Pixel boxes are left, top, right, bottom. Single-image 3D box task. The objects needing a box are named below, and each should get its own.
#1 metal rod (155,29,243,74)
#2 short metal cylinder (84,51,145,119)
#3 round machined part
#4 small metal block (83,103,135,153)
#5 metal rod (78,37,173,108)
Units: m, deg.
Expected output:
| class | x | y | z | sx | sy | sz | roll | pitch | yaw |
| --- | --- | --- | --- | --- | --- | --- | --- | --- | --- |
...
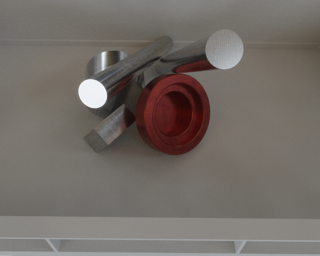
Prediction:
| class | x | y | z | sx | sy | sz | roll | pitch | yaw |
| --- | --- | --- | --- | --- | --- | --- | --- | --- | --- |
| metal rod | 0.023 | -0.074 | 0.344 | 0.025 | 0.025 | 0.300 | -7 | 10 | -6 |
| short metal cylinder | -0.060 | -0.056 | 0.416 | 0.081 | 0.080 | 0.050 | -5 | 50 | -4 |
| round machined part | 0.012 | -0.018 | 0.385 | 0.099 | 0.098 | 0.042 | -35 | 24 | -26 |
| small metal block | -0.062 | 0.001 | 0.384 | 0.025 | 0.050 | 0.050 | 50 | 59 | -7 |
| metal rod | -0.023 | -0.086 | 0.391 | 0.025 | 0.025 | 0.301 | 11 | 25 | 9 |
